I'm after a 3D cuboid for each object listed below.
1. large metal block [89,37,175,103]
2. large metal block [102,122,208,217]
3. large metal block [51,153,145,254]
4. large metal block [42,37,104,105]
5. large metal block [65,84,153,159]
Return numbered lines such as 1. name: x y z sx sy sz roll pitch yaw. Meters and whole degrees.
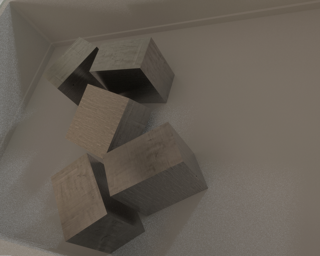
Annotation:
1. large metal block: -0.036 -0.077 0.435 0.080 0.080 0.050 2 63 29
2. large metal block: -0.004 0.049 0.341 0.080 0.080 0.050 -27 53 11
3. large metal block: -0.070 0.087 0.352 0.050 0.080 0.080 -34 52 5
4. large metal block: -0.114 -0.077 0.475 0.080 0.080 0.050 -49 52 -7
5. large metal block: -0.069 -0.005 0.415 0.080 0.050 0.080 22 89 35
